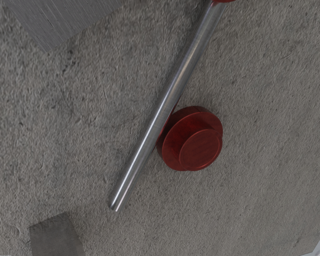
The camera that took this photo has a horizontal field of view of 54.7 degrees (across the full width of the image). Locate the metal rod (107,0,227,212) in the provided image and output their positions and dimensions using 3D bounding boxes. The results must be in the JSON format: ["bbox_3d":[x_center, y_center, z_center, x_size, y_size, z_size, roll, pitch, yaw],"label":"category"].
[{"bbox_3d":[0.001,-0.017,0.396,0.025,0.025,0.298,15,111,-34],"label":"metal rod"}]

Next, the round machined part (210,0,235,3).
[{"bbox_3d":[0.061,-0.183,0.316,0.099,0.042,0.097,-14,124,-21],"label":"round machined part"}]

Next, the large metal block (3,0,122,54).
[{"bbox_3d":[-0.092,-0.124,0.263,0.080,0.050,0.080,-34,129,-6],"label":"large metal block"}]

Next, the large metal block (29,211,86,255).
[{"bbox_3d":[-0.129,0.173,0.408,0.050,0.080,0.080,-21,127,-16],"label":"large metal block"}]

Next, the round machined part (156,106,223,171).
[{"bbox_3d":[0.048,0.021,0.435,0.099,0.042,0.097,-14,124,-21],"label":"round machined part"}]
